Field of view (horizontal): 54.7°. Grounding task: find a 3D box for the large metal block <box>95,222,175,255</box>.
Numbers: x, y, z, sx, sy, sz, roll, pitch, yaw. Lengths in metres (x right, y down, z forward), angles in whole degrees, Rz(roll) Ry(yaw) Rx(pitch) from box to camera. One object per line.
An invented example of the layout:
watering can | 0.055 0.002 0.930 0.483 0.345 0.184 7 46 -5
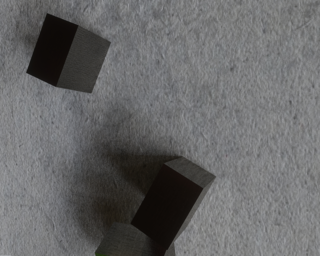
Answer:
large metal block | -0.026 0.171 0.387 0.080 0.050 0.079 4 120 19

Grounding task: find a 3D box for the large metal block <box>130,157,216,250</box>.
large metal block | 0.019 0.085 0.372 0.050 0.080 0.080 31 100 17

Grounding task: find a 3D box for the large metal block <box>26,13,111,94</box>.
large metal block | -0.121 -0.097 0.421 0.050 0.080 0.080 25 98 18
